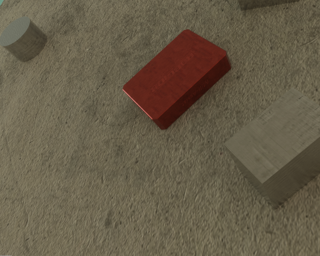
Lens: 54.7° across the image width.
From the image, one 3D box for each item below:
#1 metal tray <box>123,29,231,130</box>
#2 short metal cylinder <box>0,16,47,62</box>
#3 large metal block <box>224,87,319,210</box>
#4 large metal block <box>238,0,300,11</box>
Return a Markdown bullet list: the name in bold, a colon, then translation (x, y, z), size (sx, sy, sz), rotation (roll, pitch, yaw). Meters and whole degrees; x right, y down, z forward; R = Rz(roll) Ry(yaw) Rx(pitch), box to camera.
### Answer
- **metal tray**: translation (0.022, -0.071, 0.433), size (0.130, 0.030, 0.090), rotation (-43, 51, -2)
- **short metal cylinder**: translation (-0.288, -0.187, 0.653), size (0.080, 0.050, 0.080), rotation (-13, 56, 21)
- **large metal block**: translation (0.117, 0.023, 0.293), size (0.080, 0.080, 0.050), rotation (-40, 51, 1)
- **large metal block**: translation (0.156, -0.222, 0.442), size (0.080, 0.050, 0.080), rotation (1, 62, 28)
